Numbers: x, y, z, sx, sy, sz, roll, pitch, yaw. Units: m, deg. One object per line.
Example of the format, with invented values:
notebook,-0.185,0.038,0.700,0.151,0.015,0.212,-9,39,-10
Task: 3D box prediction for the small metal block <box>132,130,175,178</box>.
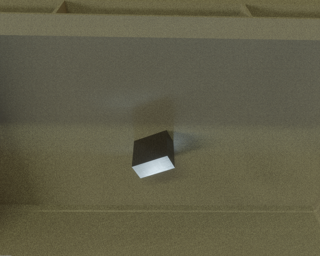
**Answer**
small metal block,-0.009,0.035,0.423,0.050,0.050,0.025,-19,128,15
